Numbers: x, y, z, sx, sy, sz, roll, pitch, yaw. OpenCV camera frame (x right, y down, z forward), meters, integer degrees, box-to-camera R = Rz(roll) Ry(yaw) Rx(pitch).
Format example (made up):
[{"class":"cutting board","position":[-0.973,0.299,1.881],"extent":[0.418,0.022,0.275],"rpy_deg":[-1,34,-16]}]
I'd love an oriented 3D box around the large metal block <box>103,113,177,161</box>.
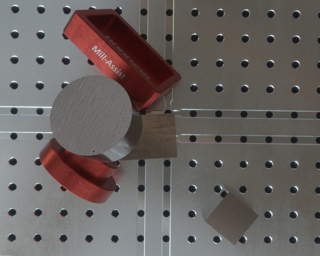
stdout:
[{"class":"large metal block","position":[-0.022,0.010,0.386],"extent":[0.081,0.080,0.050],"rpy_deg":[-3,90,0]}]

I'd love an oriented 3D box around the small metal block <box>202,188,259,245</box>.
[{"class":"small metal block","position":[0.093,0.118,0.415],"extent":[0.050,0.025,0.050],"rpy_deg":[39,90,-1]}]

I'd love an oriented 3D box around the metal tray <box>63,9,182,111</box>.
[{"class":"metal tray","position":[-0.040,-0.088,0.378],"extent":[0.130,0.090,0.030],"rpy_deg":[45,119,0]}]

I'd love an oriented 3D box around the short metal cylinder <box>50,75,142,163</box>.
[{"class":"short metal cylinder","position":[-0.063,-0.007,0.318],"extent":[0.080,0.050,0.080],"rpy_deg":[-2,76,7]}]

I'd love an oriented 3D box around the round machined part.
[{"class":"round machined part","position":[-0.090,0.042,0.375],"extent":[0.098,0.098,0.042],"rpy_deg":[40,92,-1]}]
